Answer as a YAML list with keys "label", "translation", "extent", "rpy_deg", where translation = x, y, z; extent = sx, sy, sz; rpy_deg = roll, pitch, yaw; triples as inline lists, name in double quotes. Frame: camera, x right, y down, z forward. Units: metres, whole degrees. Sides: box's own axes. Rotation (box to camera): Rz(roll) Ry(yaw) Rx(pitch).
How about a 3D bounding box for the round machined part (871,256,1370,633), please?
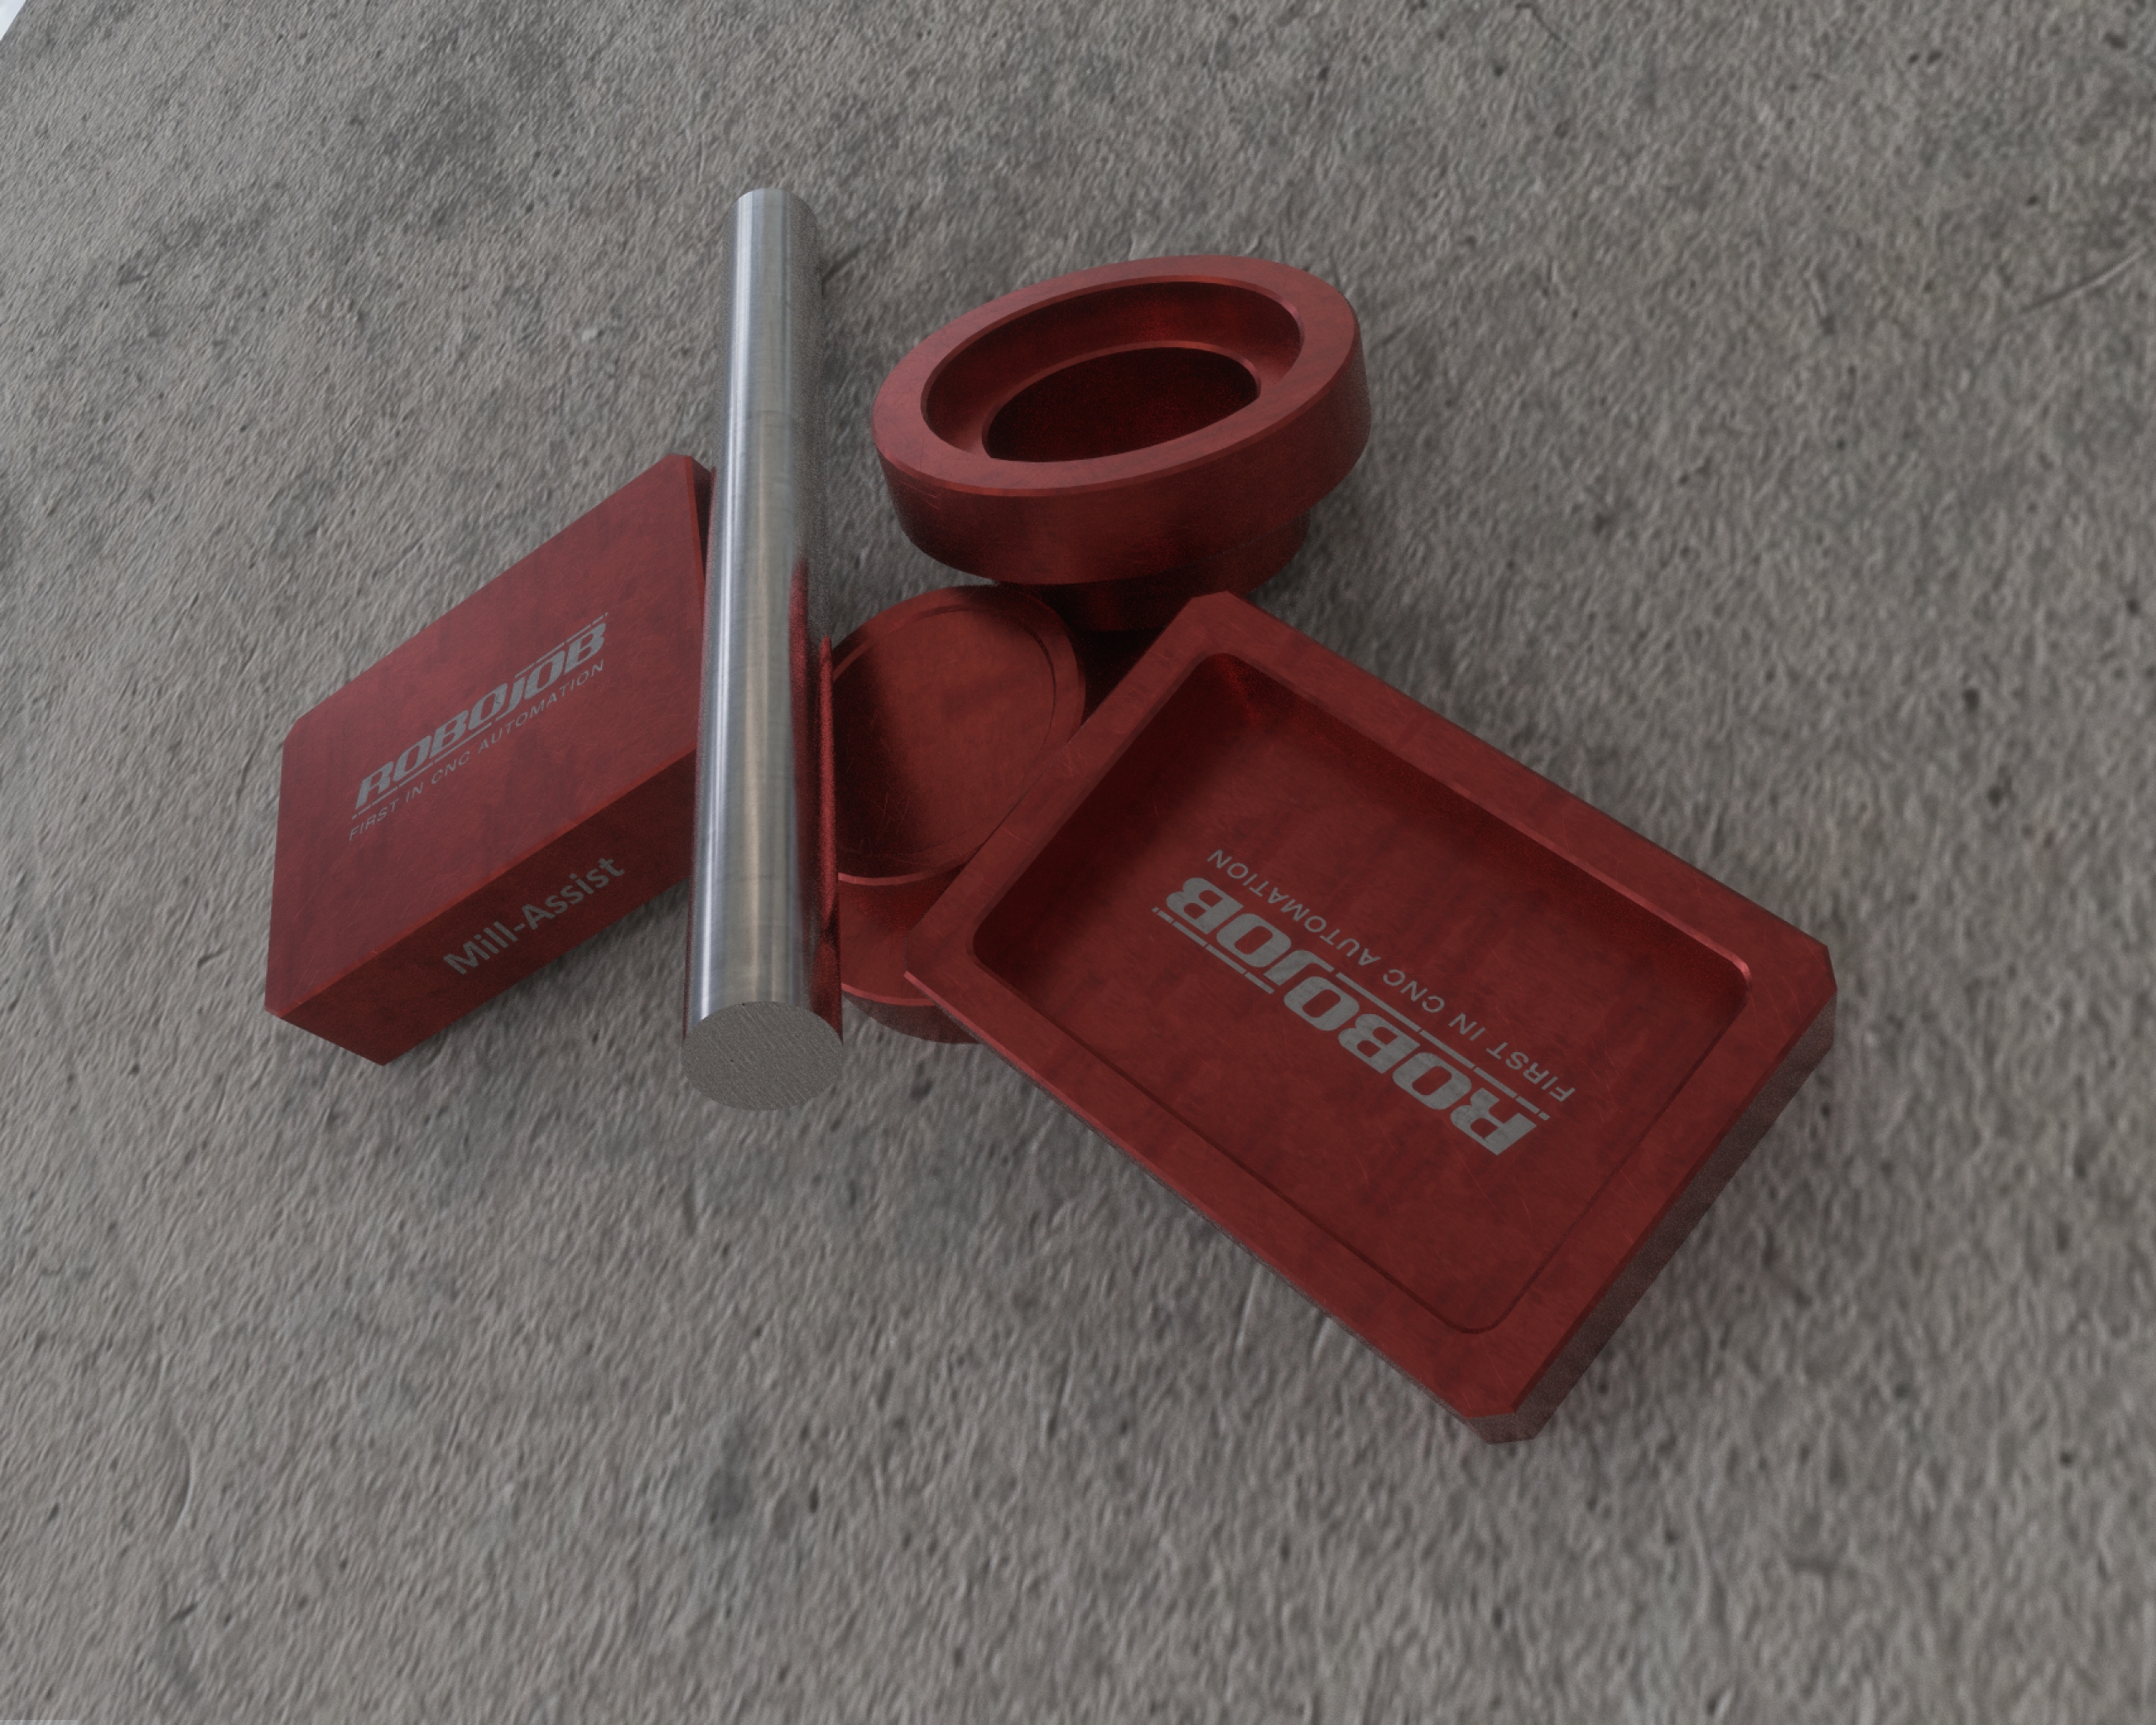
- label: "round machined part"
  translation: [0.011, -0.083, 0.426]
  extent: [0.098, 0.042, 0.098]
  rpy_deg: [-9, 38, 7]

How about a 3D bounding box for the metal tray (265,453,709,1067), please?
- label: "metal tray"
  translation: [-0.123, -0.023, 0.467]
  extent: [0.130, 0.030, 0.090]
  rpy_deg: [-30, 49, 19]

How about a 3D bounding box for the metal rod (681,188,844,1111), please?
- label: "metal rod"
  translation: [-0.065, -0.068, 0.438]
  extent: [0.025, 0.025, 0.300]
  rpy_deg: [-24, 40, 13]

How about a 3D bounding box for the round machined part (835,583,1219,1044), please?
- label: "round machined part"
  translation: [-0.021, -0.016, 0.416]
  extent: [0.098, 0.042, 0.098]
  rpy_deg: [-13, 56, 21]

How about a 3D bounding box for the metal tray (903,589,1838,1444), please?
- label: "metal tray"
  translation: [0.046, 0.021, 0.351]
  extent: [0.130, 0.030, 0.090]
  rpy_deg: [35, 81, 28]
